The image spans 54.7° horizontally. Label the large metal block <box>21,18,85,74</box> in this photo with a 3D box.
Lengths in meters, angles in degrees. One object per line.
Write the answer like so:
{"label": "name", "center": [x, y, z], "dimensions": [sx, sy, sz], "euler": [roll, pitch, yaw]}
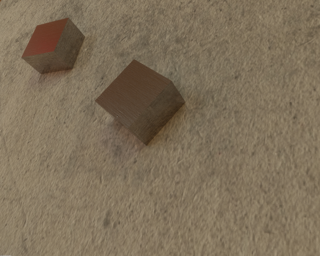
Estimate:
{"label": "large metal block", "center": [-0.199, -0.153, 0.584], "dimensions": [0.080, 0.050, 0.080], "euler": [-2, 61, 26]}

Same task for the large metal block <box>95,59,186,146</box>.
{"label": "large metal block", "center": [-0.027, -0.036, 0.423], "dimensions": [0.080, 0.050, 0.080], "euler": [-48, 52, -6]}
